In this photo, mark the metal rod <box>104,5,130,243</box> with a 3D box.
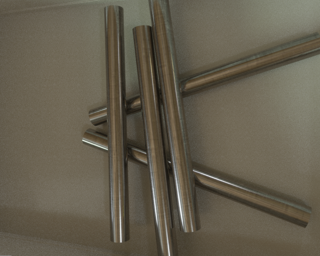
[{"bbox_3d":[-0.056,-0.006,0.401,0.025,0.025,0.298,-2,89,19],"label":"metal rod"}]

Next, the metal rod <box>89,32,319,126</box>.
[{"bbox_3d":[0.042,-0.055,0.394,0.301,0.025,0.025,-16,85,18],"label":"metal rod"}]

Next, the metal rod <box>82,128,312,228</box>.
[{"bbox_3d":[0.032,0.057,0.398,0.301,0.025,0.025,18,96,18],"label":"metal rod"}]

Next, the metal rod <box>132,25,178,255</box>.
[{"bbox_3d":[-0.005,0.023,0.383,0.025,0.025,0.298,-7,88,19],"label":"metal rod"}]

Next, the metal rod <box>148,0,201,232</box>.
[{"bbox_3d":[0.016,-0.027,0.376,0.025,0.025,0.298,-9,87,19],"label":"metal rod"}]
